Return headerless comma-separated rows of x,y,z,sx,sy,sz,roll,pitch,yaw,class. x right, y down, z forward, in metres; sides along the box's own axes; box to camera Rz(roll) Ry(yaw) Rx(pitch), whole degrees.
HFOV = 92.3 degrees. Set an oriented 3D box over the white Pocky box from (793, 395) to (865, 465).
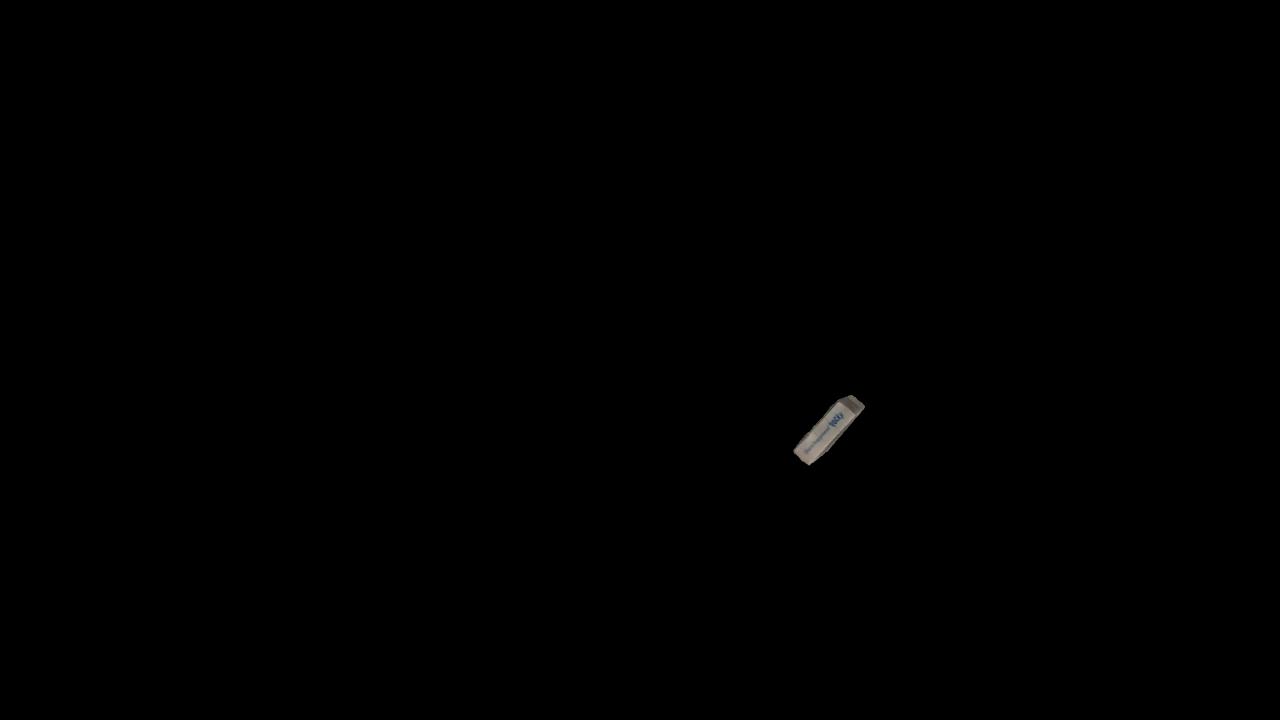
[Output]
0.241,0.085,0.773,0.028,0.084,0.154,42,15,19,white Pocky box
